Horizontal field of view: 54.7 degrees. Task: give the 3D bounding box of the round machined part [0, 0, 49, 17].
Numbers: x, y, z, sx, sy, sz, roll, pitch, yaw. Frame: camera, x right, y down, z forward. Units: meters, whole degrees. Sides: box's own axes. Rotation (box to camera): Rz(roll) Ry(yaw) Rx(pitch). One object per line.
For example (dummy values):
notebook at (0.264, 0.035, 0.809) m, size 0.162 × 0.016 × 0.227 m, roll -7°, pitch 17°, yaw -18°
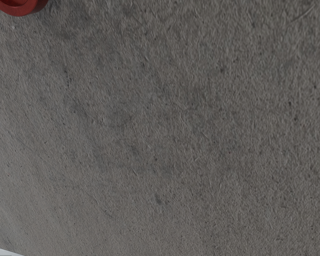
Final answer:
round machined part at (-0.168, -0.187, 0.369) m, size 0.098 × 0.042 × 0.097 m, roll 13°, pitch 124°, yaw 21°
